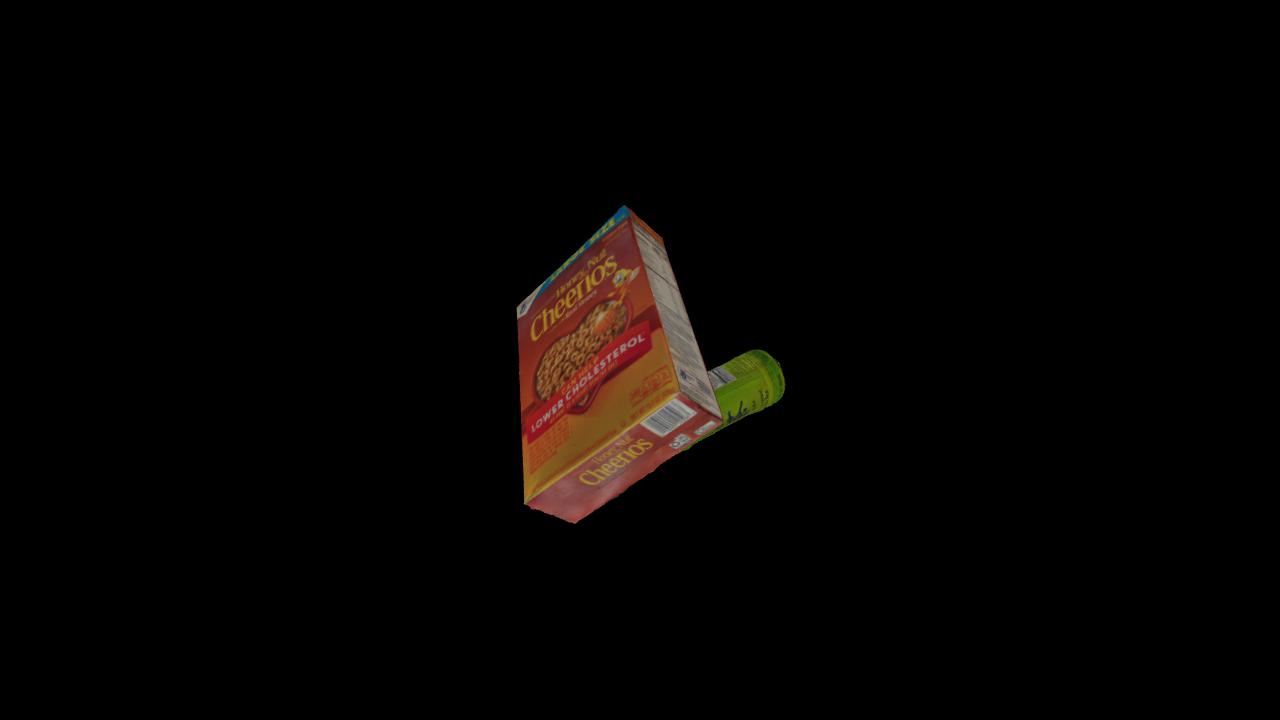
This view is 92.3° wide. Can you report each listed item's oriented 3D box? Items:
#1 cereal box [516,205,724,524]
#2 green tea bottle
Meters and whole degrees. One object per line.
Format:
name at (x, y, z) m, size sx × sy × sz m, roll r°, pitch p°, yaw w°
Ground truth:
cereal box at (-0.043, -0.008, 0.671) m, size 0.203 × 0.306 × 0.081 m, roll -38°, pitch -49°, yaw 23°
green tea bottle at (0.063, 0.054, 0.682) m, size 0.212 × 0.073 × 0.073 m, roll -21°, pitch 9°, yaw -25°
